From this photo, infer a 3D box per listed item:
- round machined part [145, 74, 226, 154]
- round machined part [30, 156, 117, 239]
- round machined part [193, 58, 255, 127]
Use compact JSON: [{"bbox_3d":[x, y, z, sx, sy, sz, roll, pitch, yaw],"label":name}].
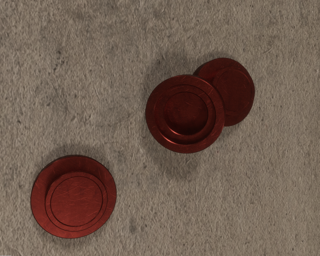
[{"bbox_3d":[0.034,-0.020,0.397,0.098,0.042,0.097,3,104,13],"label":"round machined part"},{"bbox_3d":[-0.099,0.082,0.364,0.099,0.042,0.097,0,90,-21],"label":"round machined part"},{"bbox_3d":[0.093,-0.051,0.436,0.099,0.042,0.097,0,90,-21],"label":"round machined part"}]
